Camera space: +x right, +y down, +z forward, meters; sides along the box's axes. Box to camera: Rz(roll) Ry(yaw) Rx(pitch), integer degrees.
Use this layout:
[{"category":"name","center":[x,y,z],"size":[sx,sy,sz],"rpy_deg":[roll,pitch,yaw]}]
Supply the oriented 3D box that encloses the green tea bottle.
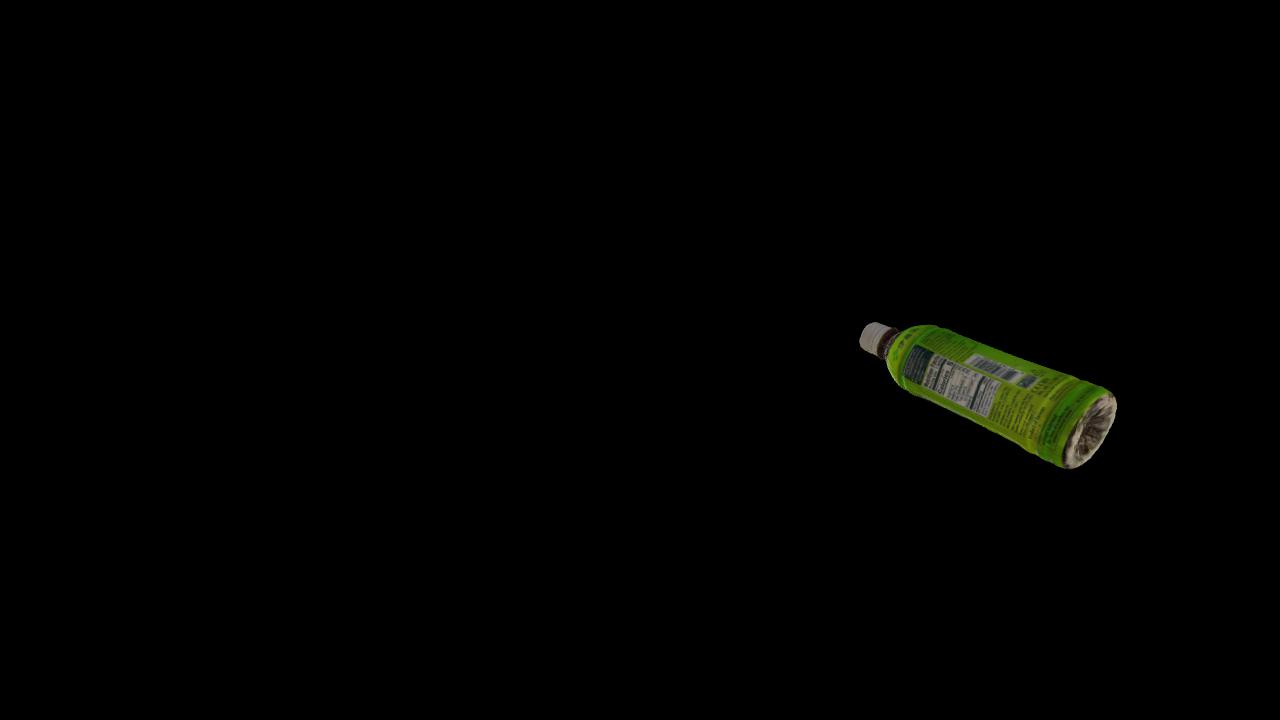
[{"category":"green tea bottle","center":[0.287,0.015,0.543],"size":[0.073,0.073,0.212],"rpy_deg":[0,24,-35]}]
